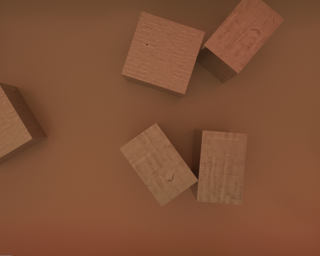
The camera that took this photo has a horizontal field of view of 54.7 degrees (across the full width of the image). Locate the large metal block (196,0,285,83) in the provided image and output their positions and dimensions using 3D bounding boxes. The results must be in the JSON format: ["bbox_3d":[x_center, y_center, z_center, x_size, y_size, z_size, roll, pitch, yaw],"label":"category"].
[{"bbox_3d":[0.094,-0.107,0.385,0.050,0.080,0.080,40,90,-1],"label":"large metal block"}]

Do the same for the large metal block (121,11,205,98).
[{"bbox_3d":[0.004,-0.091,0.399,0.080,0.050,0.080,18,90,-1],"label":"large metal block"}]

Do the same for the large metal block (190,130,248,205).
[{"bbox_3d":[0.069,0.044,0.385,0.050,0.080,0.079,5,90,0],"label":"large metal block"}]

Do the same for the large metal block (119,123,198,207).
[{"bbox_3d":[-0.001,0.041,0.384,0.050,0.080,0.080,-36,90,0],"label":"large metal block"}]

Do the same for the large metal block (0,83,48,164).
[{"bbox_3d":[-0.208,-0.001,0.396,0.080,0.050,0.080,-31,90,0],"label":"large metal block"}]
